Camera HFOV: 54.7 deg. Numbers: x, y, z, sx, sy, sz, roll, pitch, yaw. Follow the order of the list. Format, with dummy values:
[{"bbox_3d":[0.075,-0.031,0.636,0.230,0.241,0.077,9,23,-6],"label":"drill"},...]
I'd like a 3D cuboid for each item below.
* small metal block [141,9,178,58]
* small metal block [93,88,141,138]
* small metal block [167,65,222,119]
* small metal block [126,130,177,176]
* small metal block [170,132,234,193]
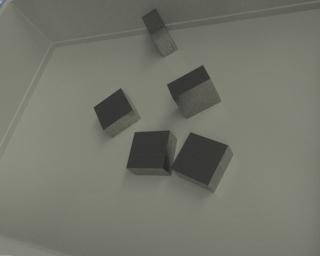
[{"bbox_3d":[0.000,-0.146,0.478,0.025,0.050,0.050,-29,52,10],"label":"small metal block"},{"bbox_3d":[-0.063,-0.022,0.450,0.050,0.025,0.050,-35,52,5],"label":"small metal block"},{"bbox_3d":[0.044,-0.044,0.393,0.050,0.050,0.025,-27,53,11],"label":"small metal block"},{"bbox_3d":[-0.009,0.032,0.390,0.050,0.025,0.050,-3,60,26],"label":"small metal block"},{"bbox_3d":[0.048,0.039,0.356,0.050,0.025,0.050,20,72,35],"label":"small metal block"}]
